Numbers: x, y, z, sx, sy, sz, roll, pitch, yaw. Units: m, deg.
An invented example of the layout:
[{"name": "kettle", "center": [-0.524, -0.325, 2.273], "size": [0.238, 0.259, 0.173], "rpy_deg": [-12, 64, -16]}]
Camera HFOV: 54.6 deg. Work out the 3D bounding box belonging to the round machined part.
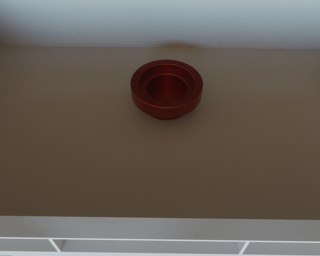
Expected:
[{"name": "round machined part", "center": [0.009, -0.049, 0.436], "size": [0.099, 0.042, 0.098], "rpy_deg": [0, 50, 0]}]
